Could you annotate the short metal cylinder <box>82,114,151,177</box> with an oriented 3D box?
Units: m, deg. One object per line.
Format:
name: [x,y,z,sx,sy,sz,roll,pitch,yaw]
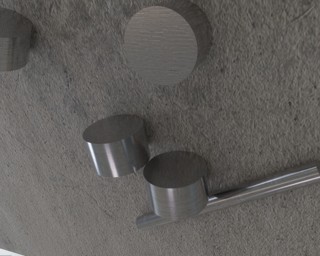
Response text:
short metal cylinder: [-0.057,0.022,0.415,0.080,0.080,0.050,3,120,26]

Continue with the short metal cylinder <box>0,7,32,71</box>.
short metal cylinder: [-0.215,-0.119,0.411,0.080,0.080,0.050,32,129,7]

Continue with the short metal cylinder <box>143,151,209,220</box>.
short metal cylinder: [0.022,0.072,0.405,0.080,0.080,0.050,6,121,25]

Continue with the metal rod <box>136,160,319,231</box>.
metal rod: [0.073,0.104,0.432,0.299,0.025,0.025,-29,103,37]

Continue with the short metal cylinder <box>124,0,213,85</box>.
short metal cylinder: [0.010,-0.092,0.329,0.080,0.050,0.079,13,124,21]
